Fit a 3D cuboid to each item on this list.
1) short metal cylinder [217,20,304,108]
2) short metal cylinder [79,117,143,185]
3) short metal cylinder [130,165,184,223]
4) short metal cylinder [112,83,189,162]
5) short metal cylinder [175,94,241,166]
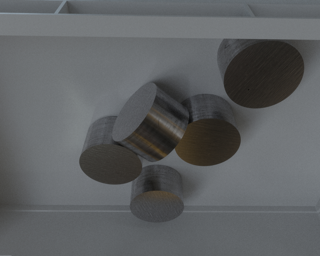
[{"bbox_3d":[0.106,-0.068,0.336,0.081,0.050,0.079,0,130,0],"label":"short metal cylinder"},{"bbox_3d":[-0.062,0.032,0.416,0.080,0.050,0.079,1,132,1],"label":"short metal cylinder"},{"bbox_3d":[-0.005,0.102,0.479,0.081,0.050,0.079,0,130,0],"label":"short metal cylinder"},{"bbox_3d":[-0.012,-0.007,0.367,0.050,0.080,0.080,35,122,-26],"label":"short metal cylinder"},{"bbox_3d":[0.058,0.003,0.396,0.081,0.050,0.079,0,130,0],"label":"short metal cylinder"}]
